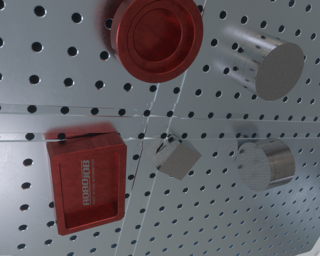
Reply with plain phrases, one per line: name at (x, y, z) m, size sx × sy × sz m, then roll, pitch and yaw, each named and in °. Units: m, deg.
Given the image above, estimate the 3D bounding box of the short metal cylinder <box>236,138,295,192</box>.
short metal cylinder at (0.171, 0.059, 0.506) m, size 0.050 × 0.080 × 0.079 m, roll -9°, pitch 122°, yaw -24°

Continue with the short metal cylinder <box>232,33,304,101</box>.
short metal cylinder at (0.147, -0.084, 0.424) m, size 0.081 × 0.050 × 0.079 m, roll -14°, pitch 124°, yaw -21°

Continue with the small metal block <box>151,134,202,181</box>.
small metal block at (0.024, 0.043, 0.452) m, size 0.050 × 0.025 × 0.050 m, roll 30°, pitch 101°, yaw -38°

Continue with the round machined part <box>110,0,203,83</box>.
round machined part at (-0.006, -0.102, 0.334) m, size 0.099 × 0.042 × 0.097 m, roll -14°, pitch 124°, yaw -21°

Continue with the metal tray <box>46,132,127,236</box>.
metal tray at (-0.092, 0.074, 0.403) m, size 0.091 × 0.030 × 0.129 m, roll -9°, pitch 123°, yaw -24°
